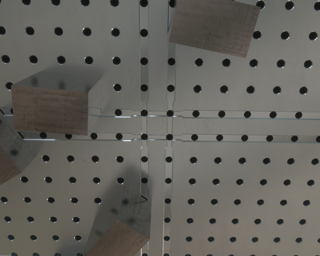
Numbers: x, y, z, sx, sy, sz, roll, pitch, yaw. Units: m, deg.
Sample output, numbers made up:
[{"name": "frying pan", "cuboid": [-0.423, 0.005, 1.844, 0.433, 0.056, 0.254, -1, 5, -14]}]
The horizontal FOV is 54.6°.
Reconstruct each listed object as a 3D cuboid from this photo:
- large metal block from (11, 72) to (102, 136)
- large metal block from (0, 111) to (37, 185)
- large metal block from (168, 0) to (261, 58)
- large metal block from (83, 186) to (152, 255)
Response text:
[{"name": "large metal block", "cuboid": [-0.118, -0.032, 0.371, 0.080, 0.080, 0.050, 5, 110, -2]}, {"name": "large metal block", "cuboid": [-0.230, 0.035, 0.411, 0.080, 0.050, 0.080, -29, 108, 10]}, {"name": "large metal block", "cuboid": [0.053, -0.115, 0.342, 0.080, 0.080, 0.050, 11, 110, -4]}, {"name": "large metal block", "cuboid": [-0.057, 0.143, 0.436, 0.050, 0.080, 0.080, 37, 106, -12]}]
